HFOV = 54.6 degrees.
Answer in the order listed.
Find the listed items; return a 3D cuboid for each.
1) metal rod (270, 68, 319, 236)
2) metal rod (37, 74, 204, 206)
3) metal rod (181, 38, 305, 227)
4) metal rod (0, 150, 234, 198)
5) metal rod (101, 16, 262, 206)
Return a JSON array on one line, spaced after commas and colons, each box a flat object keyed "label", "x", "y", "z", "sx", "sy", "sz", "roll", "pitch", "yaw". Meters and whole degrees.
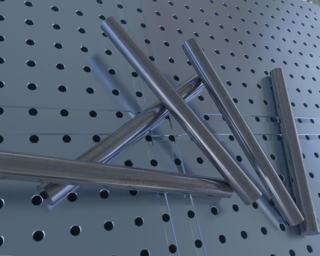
[{"label": "metal rod", "x": 0.215, "y": 0.020, "z": 0.510, "sx": 0.025, "sy": 0.025, "sz": 0.300, "roll": 16, "pitch": 55, "yaw": -19}, {"label": "metal rod", "x": -0.022, "y": -0.007, "z": 0.400, "sx": 0.025, "sy": 0.025, "sz": 0.302, "roll": 47, "pitch": 51, "yaw": 5}, {"label": "metal rod", "x": 0.116, "y": 0.001, "z": 0.449, "sx": 0.025, "sy": 0.025, "sz": 0.299, "roll": -24, "pitch": 81, "yaw": -36}, {"label": "metal rod", "x": -0.038, "y": 0.053, "z": 0.330, "sx": 0.302, "sy": 0.025, "sz": 0.025, "roll": 12, "pitch": 57, "yaw": -31}, {"label": "metal rod", "x": 0.023, "y": -0.027, "z": 0.403, "sx": 0.025, "sy": 0.025, "sz": 0.300, "roll": -33, "pitch": 80, "yaw": -38}]
